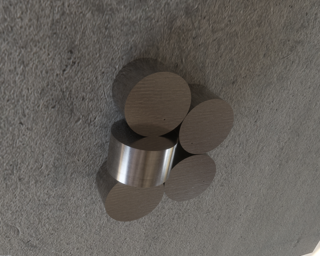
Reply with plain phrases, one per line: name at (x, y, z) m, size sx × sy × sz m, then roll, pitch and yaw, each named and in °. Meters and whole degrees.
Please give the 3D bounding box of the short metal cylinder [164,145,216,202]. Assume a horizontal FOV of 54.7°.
short metal cylinder at (0.032, 0.058, 0.445) m, size 0.081 × 0.050 × 0.079 m, roll -13°, pitch 124°, yaw -20°

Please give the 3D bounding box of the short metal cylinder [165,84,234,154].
short metal cylinder at (0.049, -0.012, 0.411) m, size 0.081 × 0.050 × 0.079 m, roll -14°, pitch 125°, yaw -21°

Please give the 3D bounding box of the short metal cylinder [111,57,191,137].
short metal cylinder at (-0.011, -0.036, 0.363) m, size 0.081 × 0.050 × 0.079 m, roll -13°, pitch 124°, yaw -20°

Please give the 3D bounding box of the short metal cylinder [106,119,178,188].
short metal cylinder at (-0.022, 0.027, 0.377) m, size 0.081 × 0.080 × 0.050 m, roll -3°, pitch 120°, yaw -27°

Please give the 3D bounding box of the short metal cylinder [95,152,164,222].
short metal cylinder at (-0.041, 0.078, 0.418) m, size 0.081 × 0.050 × 0.079 m, roll -13°, pitch 124°, yaw -20°
